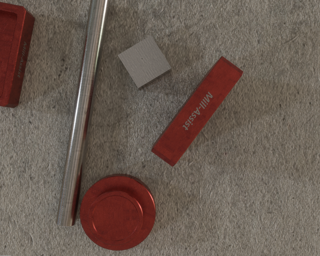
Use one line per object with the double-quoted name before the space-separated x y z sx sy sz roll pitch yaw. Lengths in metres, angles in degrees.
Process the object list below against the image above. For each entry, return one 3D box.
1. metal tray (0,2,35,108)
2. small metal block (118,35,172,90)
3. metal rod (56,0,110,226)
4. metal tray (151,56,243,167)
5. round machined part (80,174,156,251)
"metal tray" -0.225 -0.098 0.404 0.091 0.030 0.129 11 90 -1
"small metal block" -0.020 -0.085 0.410 0.050 0.025 0.050 -31 90 -1
"metal rod" -0.101 -0.022 0.408 0.025 0.025 0.298 9 90 -1
"metal tray" 0.041 -0.018 0.378 0.030 0.090 0.130 37 90 0
"round machined part" -0.055 0.111 0.401 0.099 0.042 0.097 0 90 -1
